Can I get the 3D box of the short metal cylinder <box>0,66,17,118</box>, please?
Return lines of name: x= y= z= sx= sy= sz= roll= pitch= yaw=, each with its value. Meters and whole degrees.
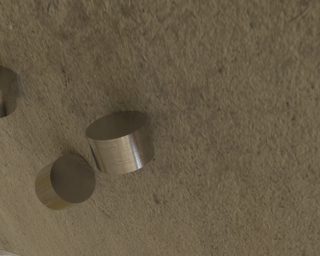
short metal cylinder: x=-0.263 y=-0.056 z=0.472 sx=0.080 sy=0.080 sz=0.050 roll=25 pitch=127 yaw=12

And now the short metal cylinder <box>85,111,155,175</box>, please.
short metal cylinder: x=-0.051 y=0.017 z=0.407 sx=0.080 sy=0.080 sz=0.050 roll=2 pitch=119 yaw=27

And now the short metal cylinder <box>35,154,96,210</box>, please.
short metal cylinder: x=-0.153 y=0.089 z=0.504 sx=0.050 sy=0.080 sz=0.080 roll=-29 pitch=103 yaw=37
